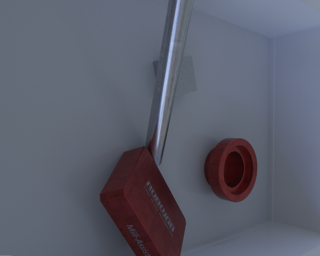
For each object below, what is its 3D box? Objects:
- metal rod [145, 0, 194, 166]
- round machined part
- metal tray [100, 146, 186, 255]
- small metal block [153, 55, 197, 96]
[{"bbox_3d":[0.014,-0.086,0.332,0.025,0.025,0.298,-16,128,-39],"label":"metal rod"},{"bbox_3d":[0.108,0.064,0.489,0.099,0.042,0.097,0,90,-40],"label":"round machined part"},{"bbox_3d":[-0.013,0.098,0.366,0.129,0.030,0.090,63,23,-21],"label":"metal tray"},{"bbox_3d":[0.022,-0.071,0.427,0.050,0.025,0.050,-18,102,-39],"label":"small metal block"}]
